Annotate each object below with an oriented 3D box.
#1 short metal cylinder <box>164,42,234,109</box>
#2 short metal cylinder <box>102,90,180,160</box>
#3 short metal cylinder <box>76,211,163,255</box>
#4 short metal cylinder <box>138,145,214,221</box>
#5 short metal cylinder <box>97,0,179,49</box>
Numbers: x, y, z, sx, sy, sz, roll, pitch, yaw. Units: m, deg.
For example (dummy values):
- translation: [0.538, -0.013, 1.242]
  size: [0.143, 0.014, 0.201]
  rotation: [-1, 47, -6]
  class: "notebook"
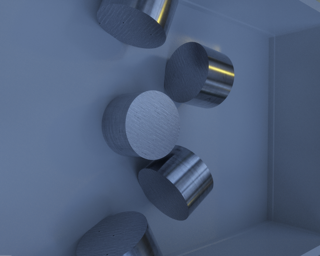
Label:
- translation: [0.051, -0.069, 0.416]
  size: [0.050, 0.080, 0.080]
  rotation: [8, 85, -40]
  class: "short metal cylinder"
- translation: [-0.022, -0.003, 0.374]
  size: [0.081, 0.050, 0.079]
  rotation: [0, 90, -40]
  class: "short metal cylinder"
- translation: [-0.042, 0.137, 0.337]
  size: [0.081, 0.080, 0.050]
  rotation: [-34, 111, -35]
  class: "short metal cylinder"
- translation: [0.019, 0.068, 0.389]
  size: [0.050, 0.080, 0.080]
  rotation: [-39, 114, -33]
  class: "short metal cylinder"
- translation: [-0.024, -0.134, 0.352]
  size: [0.080, 0.080, 0.050]
  rotation: [28, 73, -37]
  class: "short metal cylinder"
